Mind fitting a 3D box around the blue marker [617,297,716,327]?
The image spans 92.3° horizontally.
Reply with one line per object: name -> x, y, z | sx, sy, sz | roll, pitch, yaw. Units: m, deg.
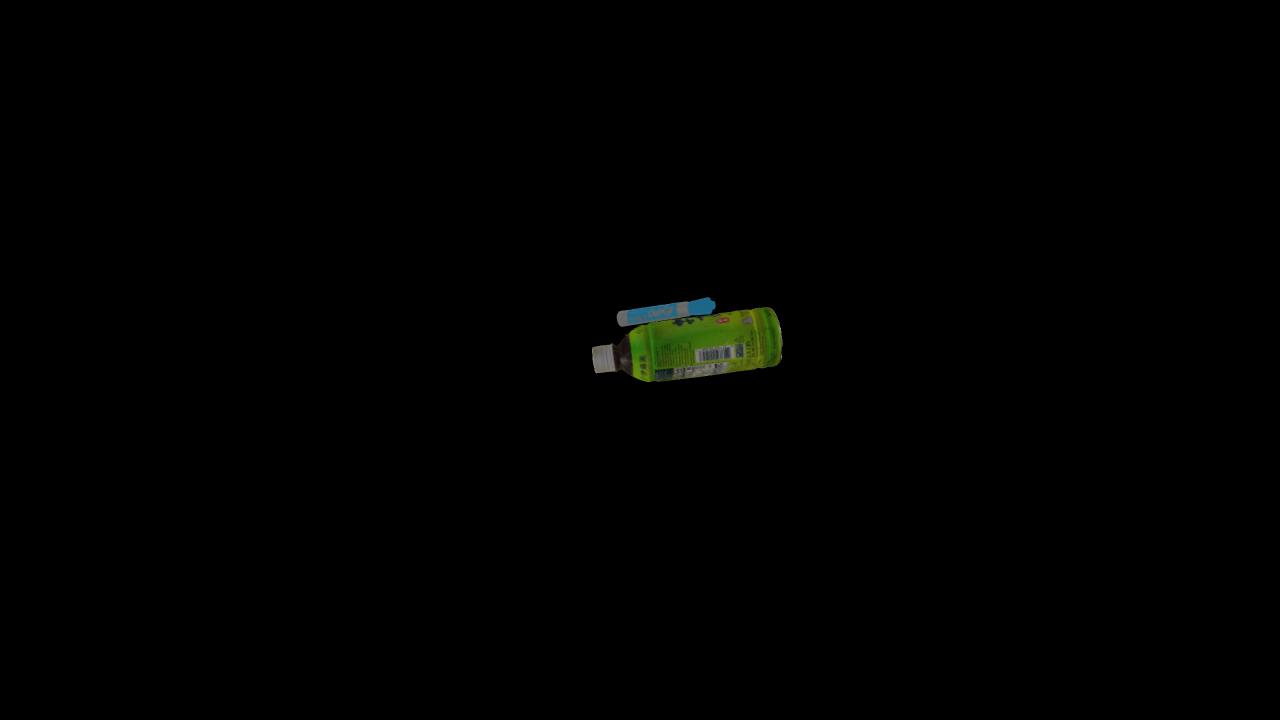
blue marker -> 0.029, -0.054, 0.694 | 0.121, 0.020, 0.020 | -6, -3, 31

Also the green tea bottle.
green tea bottle -> 0.052, -0.013, 0.701 | 0.212, 0.073, 0.073 | -8, 0, -3
